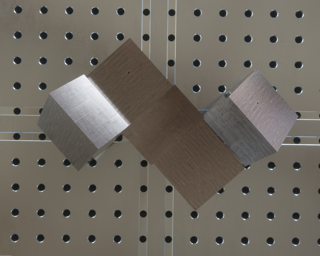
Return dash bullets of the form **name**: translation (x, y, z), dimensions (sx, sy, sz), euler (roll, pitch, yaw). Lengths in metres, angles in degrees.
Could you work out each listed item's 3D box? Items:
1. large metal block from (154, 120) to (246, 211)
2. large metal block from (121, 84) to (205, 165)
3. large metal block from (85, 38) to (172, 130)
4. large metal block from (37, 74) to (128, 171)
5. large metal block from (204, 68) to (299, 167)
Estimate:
- **large metal block**: translation (0.047, 0.045, 0.401), dimensions (0.080, 0.050, 0.080), euler (-41, 89, 0)
- **large metal block**: translation (0.003, -0.004, 0.385), dimensions (0.080, 0.080, 0.050), euler (-42, 91, 0)
- **large metal block**: translation (-0.039, -0.054, 0.400), dimensions (0.080, 0.050, 0.080), euler (-42, 91, 1)
- **large metal block**: translation (-0.096, -0.004, 0.378), dimensions (0.080, 0.080, 0.050), euler (49, 51, 0)
- **large metal block**: translation (0.112, -0.014, 0.380), dimensions (0.080, 0.050, 0.080), euler (49, 50, -1)
